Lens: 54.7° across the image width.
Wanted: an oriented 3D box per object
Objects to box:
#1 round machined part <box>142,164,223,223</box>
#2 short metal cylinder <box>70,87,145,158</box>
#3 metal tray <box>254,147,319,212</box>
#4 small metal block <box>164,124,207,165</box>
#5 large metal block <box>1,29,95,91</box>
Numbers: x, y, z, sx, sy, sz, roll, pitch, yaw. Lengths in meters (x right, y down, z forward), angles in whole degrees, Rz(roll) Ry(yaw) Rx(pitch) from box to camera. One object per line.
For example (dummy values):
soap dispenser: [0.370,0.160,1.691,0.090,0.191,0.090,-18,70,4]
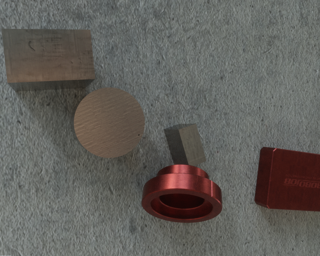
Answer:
round machined part: [0.028,0.081,0.391,0.099,0.097,0.042,22,49,-19]
short metal cylinder: [-0.064,-0.006,0.373,0.081,0.050,0.079,0,90,-21]
metal tray: [0.217,0.082,0.489,0.131,0.030,0.089,8,87,-20]
small metal block: [0.032,0.022,0.409,0.025,0.050,0.050,-19,97,-20]
large metal block: [-0.119,-0.071,0.336,0.081,0.080,0.050,-6,92,-20]
